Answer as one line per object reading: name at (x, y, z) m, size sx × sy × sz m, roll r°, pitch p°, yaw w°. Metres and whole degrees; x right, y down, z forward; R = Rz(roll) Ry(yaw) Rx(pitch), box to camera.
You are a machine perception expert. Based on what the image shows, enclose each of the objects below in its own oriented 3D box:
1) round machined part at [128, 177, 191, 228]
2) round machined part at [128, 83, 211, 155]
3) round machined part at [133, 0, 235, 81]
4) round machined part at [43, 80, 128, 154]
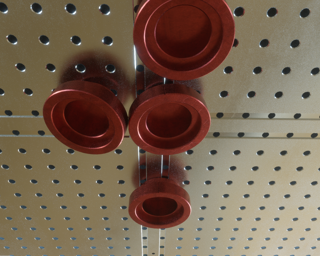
round machined part at (0.000, 0.118, 0.501) m, size 0.099 × 0.042 × 0.097 m, roll -1°, pitch 130°, yaw 0°
round machined part at (0.010, -0.015, 0.385) m, size 0.099 × 0.042 × 0.097 m, roll -4°, pitch 131°, yaw -4°
round machined part at (0.023, -0.101, 0.315) m, size 0.099 × 0.042 × 0.097 m, roll -1°, pitch 130°, yaw 0°
round machined part at (-0.086, -0.017, 0.377) m, size 0.098 × 0.042 × 0.097 m, roll 7°, pitch 131°, yaw 8°
